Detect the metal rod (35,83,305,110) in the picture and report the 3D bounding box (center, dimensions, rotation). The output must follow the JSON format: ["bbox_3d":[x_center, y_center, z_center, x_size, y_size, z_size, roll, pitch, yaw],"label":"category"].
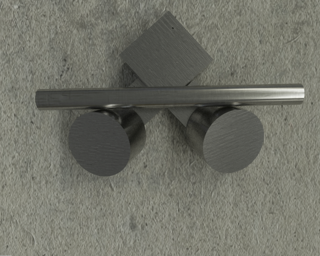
[{"bbox_3d":[0.012,-0.036,0.359,0.302,0.025,0.025,-1,90,0],"label":"metal rod"}]

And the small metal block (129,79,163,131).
[{"bbox_3d":[-0.029,-0.029,0.411,0.050,0.025,0.050,-43,90,-1],"label":"small metal block"}]

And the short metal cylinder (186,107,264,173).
[{"bbox_3d":[0.080,0.009,0.385,0.081,0.050,0.079,-6,110,-17],"label":"short metal cylinder"}]

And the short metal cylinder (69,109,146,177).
[{"bbox_3d":[-0.064,0.013,0.384,0.080,0.050,0.079,5,108,17],"label":"short metal cylinder"}]

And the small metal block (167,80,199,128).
[{"bbox_3d":[0.043,-0.027,0.411,0.050,0.025,0.050,-43,90,0],"label":"small metal block"}]

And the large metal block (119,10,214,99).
[{"bbox_3d":[0.008,-0.085,0.397,0.080,0.050,0.080,-42,90,0],"label":"large metal block"}]
